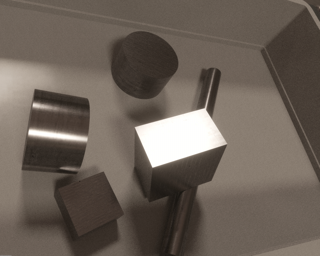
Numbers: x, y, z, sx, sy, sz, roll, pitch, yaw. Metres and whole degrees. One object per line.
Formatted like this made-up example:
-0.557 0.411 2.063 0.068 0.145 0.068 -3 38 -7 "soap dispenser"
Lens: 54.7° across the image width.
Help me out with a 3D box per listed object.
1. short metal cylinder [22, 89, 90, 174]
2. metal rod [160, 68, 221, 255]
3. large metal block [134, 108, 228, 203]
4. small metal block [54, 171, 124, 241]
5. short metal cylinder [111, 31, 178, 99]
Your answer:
-0.106 0.005 0.311 0.050 0.080 0.080 9 58 -24 "short metal cylinder"
0.050 0.024 0.419 0.025 0.025 0.300 27 52 -12 "metal rod"
0.018 0.032 0.344 0.081 0.080 0.050 -16 56 -16 "large metal block"
-0.073 0.080 0.319 0.050 0.025 0.050 -18 72 -35 "small metal block"
-0.022 -0.087 0.433 0.081 0.050 0.080 14 56 -21 "short metal cylinder"
